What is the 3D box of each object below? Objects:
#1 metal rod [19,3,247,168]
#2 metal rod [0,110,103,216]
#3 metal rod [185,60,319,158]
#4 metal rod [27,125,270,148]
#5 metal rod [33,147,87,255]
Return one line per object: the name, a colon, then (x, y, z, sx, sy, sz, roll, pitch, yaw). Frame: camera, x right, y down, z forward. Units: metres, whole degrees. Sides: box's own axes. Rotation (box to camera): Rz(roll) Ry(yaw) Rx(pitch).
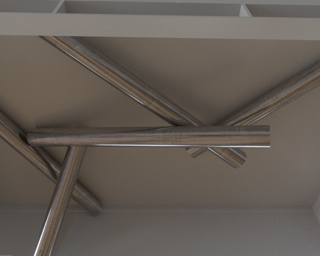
metal rod: (-0.015, -0.036, 0.359, 0.301, 0.025, 0.025, 33, 123, -19)
metal rod: (-0.178, 0.037, 0.437, 0.025, 0.025, 0.300, -22, 127, 17)
metal rod: (0.156, -0.044, 0.373, 0.299, 0.025, 0.025, -34, 123, 25)
metal rod: (-0.027, 0.011, 0.374, 0.301, 0.025, 0.025, -1, 132, 17)
metal rod: (-0.157, 0.157, 0.431, 0.025, 0.025, 0.298, 18, 93, -15)
